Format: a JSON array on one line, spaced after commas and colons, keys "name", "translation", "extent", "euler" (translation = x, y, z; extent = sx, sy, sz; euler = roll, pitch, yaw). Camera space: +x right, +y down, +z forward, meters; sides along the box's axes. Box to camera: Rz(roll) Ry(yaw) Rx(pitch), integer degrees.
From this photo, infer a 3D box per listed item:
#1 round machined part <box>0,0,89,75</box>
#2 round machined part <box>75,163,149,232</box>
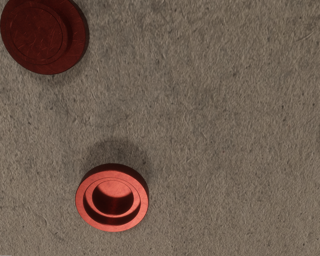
[{"name": "round machined part", "translation": [-0.136, -0.110, 0.358], "extent": [0.099, 0.042, 0.097], "euler": [0, 110, -1]}, {"name": "round machined part", "translation": [-0.064, 0.092, 0.434], "extent": [0.099, 0.042, 0.097], "euler": [0, 110, -1]}]
